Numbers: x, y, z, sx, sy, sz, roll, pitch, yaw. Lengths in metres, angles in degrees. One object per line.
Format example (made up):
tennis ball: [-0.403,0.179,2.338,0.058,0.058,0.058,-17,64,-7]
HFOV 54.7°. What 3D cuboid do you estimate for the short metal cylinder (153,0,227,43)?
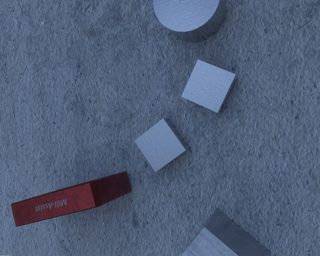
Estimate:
short metal cylinder: [0.038,-0.152,0.382,0.080,0.050,0.079,0,90,20]

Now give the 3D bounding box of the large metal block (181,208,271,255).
large metal block: [0.076,0.146,0.353,0.080,0.080,0.050,38,102,16]

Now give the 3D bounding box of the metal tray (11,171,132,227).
metal tray: [-0.116,0.093,0.415,0.130,0.090,0.030,-18,84,19]

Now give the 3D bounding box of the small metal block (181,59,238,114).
small metal block: [0.062,-0.051,0.387,0.050,0.025,0.050,26,99,18]

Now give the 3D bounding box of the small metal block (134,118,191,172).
small metal block: [0.003,0.022,0.408,0.050,0.025,0.050,-38,78,16]
